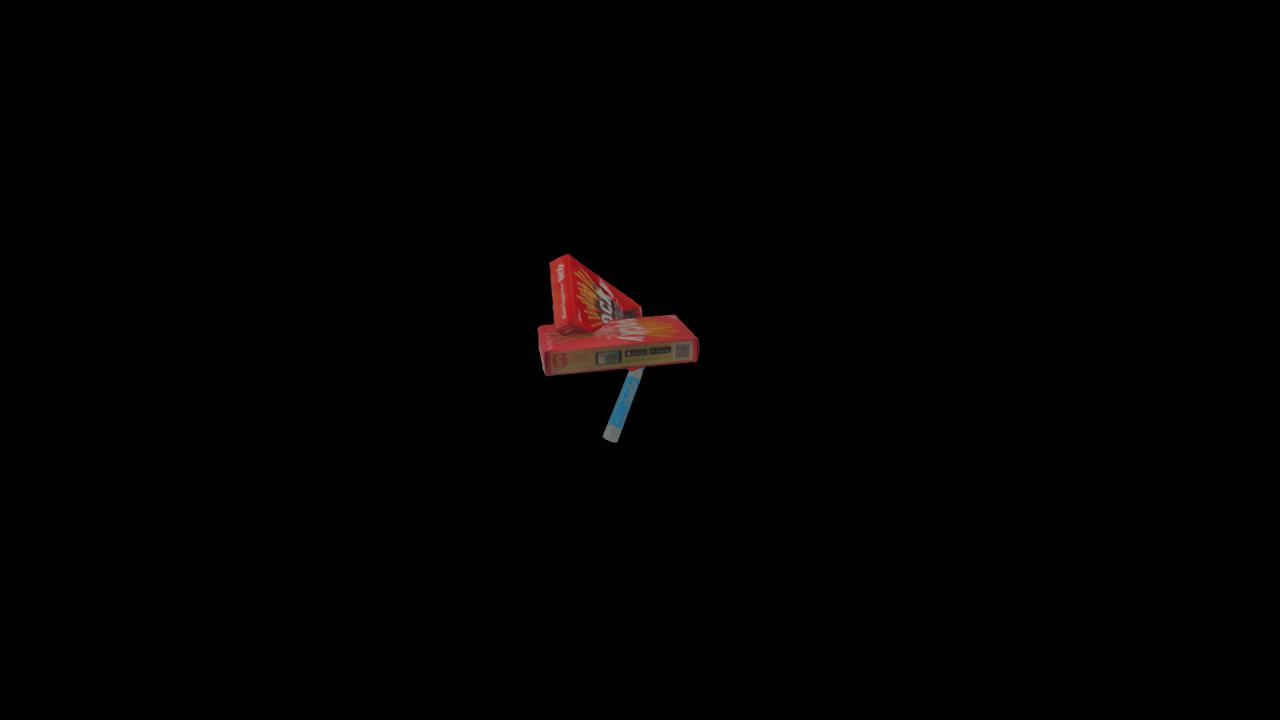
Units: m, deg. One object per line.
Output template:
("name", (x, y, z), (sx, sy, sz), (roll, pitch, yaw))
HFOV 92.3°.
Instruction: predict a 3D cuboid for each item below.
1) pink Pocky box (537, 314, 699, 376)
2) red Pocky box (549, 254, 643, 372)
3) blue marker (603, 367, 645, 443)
("pink Pocky box", (-0.025, -0.017, 0.632), (0.155, 0.029, 0.084), (-5, 22, -11))
("red Pocky box", (-0.041, -0.047, 0.675), (0.028, 0.083, 0.155), (-17, -24, 25))
("blue marker", (-0.014, 0.039, 0.730), (0.020, 0.121, 0.020), (18, -21, 7))
